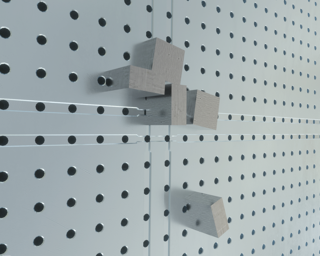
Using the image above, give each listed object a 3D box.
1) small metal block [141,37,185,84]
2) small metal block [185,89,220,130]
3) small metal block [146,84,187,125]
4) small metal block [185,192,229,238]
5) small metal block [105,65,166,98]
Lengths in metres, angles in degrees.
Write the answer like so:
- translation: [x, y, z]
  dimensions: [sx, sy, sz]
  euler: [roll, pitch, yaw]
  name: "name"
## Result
- translation: [0.003, -0.085, 0.411]
  dimensions: [0.050, 0.025, 0.050]
  euler: [13, 82, -39]
  name: "small metal block"
- translation: [0.060, -0.026, 0.458]
  dimensions: [0.050, 0.025, 0.050]
  euler: [13, 82, -39]
  name: "small metal block"
- translation: [0.007, -0.028, 0.398]
  dimensions: [0.025, 0.050, 0.050]
  euler: [0, 90, -40]
  name: "small metal block"
- translation: [0.067, 0.124, 0.448]
  dimensions: [0.025, 0.050, 0.050]
  euler: [-24, 105, -37]
  name: "small metal block"
- translation: [-0.029, -0.054, 0.367]
  dimensions: [0.050, 0.050, 0.025]
  euler: [6, 87, -40]
  name: "small metal block"
